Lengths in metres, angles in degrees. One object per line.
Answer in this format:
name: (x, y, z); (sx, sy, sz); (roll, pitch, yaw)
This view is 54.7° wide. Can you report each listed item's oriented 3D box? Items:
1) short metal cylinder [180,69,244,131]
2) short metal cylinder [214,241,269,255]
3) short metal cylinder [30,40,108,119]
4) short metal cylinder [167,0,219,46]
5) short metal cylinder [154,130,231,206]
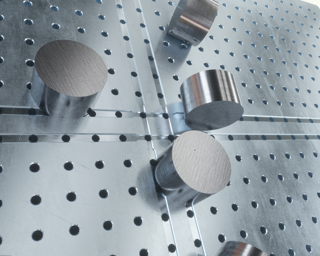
short metal cylinder: (0.071, -0.037, 0.433); (0.081, 0.080, 0.050); (7, 59, -25)
short metal cylinder: (0.085, 0.165, 0.318); (0.080, 0.080, 0.050); (46, 51, 4)
short metal cylinder: (-0.108, -0.057, 0.368); (0.081, 0.050, 0.080); (14, 56, -21)
short metal cylinder: (0.053, -0.183, 0.513); (0.050, 0.080, 0.080); (23, 53, -15)
short metal cylinder: (0.040, 0.050, 0.383); (0.081, 0.050, 0.080); (14, 56, -21)
